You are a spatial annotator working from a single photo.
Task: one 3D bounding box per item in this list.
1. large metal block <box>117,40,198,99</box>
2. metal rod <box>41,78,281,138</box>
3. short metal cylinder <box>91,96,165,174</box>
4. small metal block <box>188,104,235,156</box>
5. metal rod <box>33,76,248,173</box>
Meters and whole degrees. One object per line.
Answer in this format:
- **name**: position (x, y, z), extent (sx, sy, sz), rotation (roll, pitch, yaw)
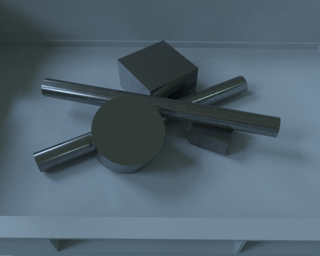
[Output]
- **large metal block**: position (-0.004, -0.073, 0.448), extent (0.081, 0.050, 0.080), rotation (-29, 56, -23)
- **metal rod**: position (-0.005, -0.028, 0.394), extent (0.301, 0.025, 0.025), rotation (10, 51, 8)
- **short metal cylinder**: position (-0.039, 0.009, 0.360), extent (0.081, 0.050, 0.080), rotation (4, 71, -11)
- **small metal block**: position (0.070, 0.001, 0.401), extent (0.050, 0.025, 0.050), rotation (21, 53, 16)
- **metal rod**: position (-0.012, -0.012, 0.413), extent (0.302, 0.025, 0.025), rotation (-22, 54, -18)
